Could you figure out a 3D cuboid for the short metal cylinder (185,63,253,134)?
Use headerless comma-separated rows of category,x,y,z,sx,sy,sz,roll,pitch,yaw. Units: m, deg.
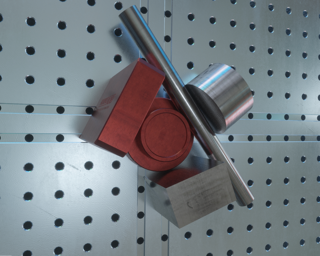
short metal cylinder,0.075,-0.039,0.411,0.050,0.080,0.080,-39,103,-16

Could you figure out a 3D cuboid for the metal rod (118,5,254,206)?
metal rod,0.041,-0.020,0.406,0.025,0.025,0.299,-37,102,-16

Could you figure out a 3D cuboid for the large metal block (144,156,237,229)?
large metal block,0.036,0.077,0.398,0.081,0.080,0.050,-20,97,-19

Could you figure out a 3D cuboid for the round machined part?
round machined part,0.001,0.009,0.405,0.099,0.042,0.097,0,90,-21

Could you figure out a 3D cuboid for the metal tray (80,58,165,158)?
metal tray,-0.047,-0.020,0.340,0.030,0.130,0.090,29,80,-18
